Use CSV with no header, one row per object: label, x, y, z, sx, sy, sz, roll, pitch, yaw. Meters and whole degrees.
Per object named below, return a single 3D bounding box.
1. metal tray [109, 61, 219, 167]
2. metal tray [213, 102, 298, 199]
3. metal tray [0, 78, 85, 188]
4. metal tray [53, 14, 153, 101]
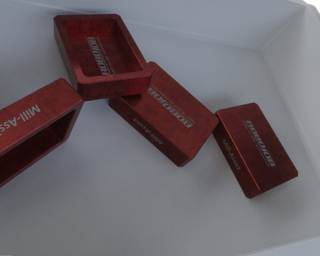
metal tray,0.008,-0.022,0.422,0.130,0.030,0.090,42,51,0
metal tray,0.137,0.029,0.461,0.091,0.030,0.130,-13,68,-34
metal tray,-0.135,0.016,0.281,0.030,0.090,0.131,46,51,3
metal tray,-0.076,-0.095,0.396,0.091,0.030,0.130,-11,56,-25
